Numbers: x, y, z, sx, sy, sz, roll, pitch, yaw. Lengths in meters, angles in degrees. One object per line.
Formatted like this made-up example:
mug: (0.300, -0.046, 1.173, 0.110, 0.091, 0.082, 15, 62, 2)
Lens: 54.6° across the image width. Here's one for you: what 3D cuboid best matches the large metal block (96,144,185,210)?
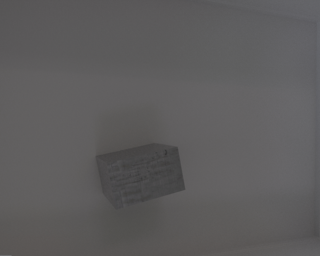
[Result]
large metal block: (-0.027, 0.053, 0.371, 0.081, 0.080, 0.050, -12, 94, -20)
